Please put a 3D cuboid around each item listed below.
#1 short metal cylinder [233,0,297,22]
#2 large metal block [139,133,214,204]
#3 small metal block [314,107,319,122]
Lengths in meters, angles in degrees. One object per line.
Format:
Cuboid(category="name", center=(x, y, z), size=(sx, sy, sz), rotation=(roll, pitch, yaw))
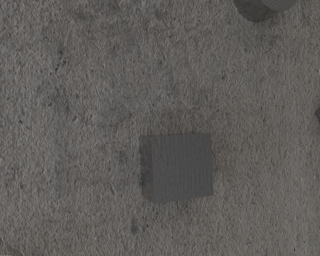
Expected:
Cuboid(category="short metal cylinder", center=(0.154, -0.202, 0.453), size=(0.081, 0.050, 0.080), rotation=(0, 90, -20))
Cuboid(category="large metal block", center=(0.021, 0.048, 0.404), size=(0.081, 0.050, 0.079), rotation=(-3, 91, -20))
Cuboid(category="small metal block", center=(0.295, -0.021, 0.518), size=(0.050, 0.025, 0.050), rotation=(-36, 102, -16))
